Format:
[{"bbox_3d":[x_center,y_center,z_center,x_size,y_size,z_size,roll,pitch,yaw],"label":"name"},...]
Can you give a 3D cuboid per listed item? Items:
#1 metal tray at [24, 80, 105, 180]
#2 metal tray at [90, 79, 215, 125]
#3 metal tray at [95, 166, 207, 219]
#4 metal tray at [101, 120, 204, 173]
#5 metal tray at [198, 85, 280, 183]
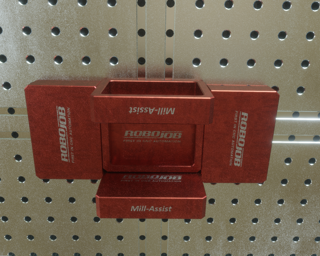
[{"bbox_3d":[-0.121,0.004,0.410,0.091,0.030,0.129,1,110,-1],"label":"metal tray"},{"bbox_3d":[-0.008,-0.034,0.366,0.131,0.090,0.030,1,110,-1],"label":"metal tray"},{"bbox_3d":[-0.011,0.079,0.406,0.131,0.090,0.030,1,110,-1],"label":"metal tray"},{"bbox_3d":[-0.010,0.013,0.413,0.131,0.030,0.089,1,110,-1],"label":"metal tray"},{"bbox_3d":[0.101,0.010,0.414,0.091,0.030,0.129,1,110,-2],"label":"metal tray"}]
